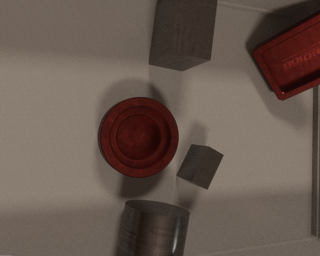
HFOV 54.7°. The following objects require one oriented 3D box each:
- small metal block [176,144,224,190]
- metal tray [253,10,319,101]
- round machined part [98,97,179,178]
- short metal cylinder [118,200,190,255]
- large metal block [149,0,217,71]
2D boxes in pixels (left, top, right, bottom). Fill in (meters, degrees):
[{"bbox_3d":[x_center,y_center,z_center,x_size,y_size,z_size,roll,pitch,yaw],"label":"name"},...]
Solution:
[{"bbox_3d":[0.053,0.051,0.418,0.025,0.050,0.050,30,80,-18],"label":"small metal block"},{"bbox_3d":[0.213,-0.107,0.442,0.090,0.130,0.030,56,31,-12],"label":"metal tray"},{"bbox_3d":[-0.029,0.011,0.392,0.099,0.042,0.097,0,90,-21],"label":"round machined part"},{"bbox_3d":[-0.007,0.123,0.380,0.081,0.080,0.050,11,87,-20],"label":"short metal cylinder"},{"bbox_3d":[0.027,-0.122,0.392,0.050,0.080,0.080,8,88,-20],"label":"large metal block"}]
